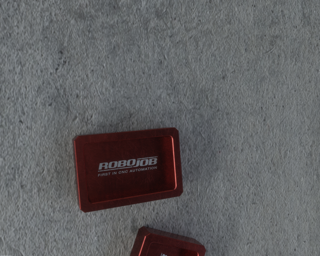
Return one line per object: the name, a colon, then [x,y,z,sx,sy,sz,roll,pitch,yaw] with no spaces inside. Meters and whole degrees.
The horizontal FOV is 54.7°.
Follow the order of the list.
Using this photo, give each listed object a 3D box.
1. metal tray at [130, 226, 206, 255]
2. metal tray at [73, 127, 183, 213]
metal tray: [-0.002,0.205,0.405,0.091,0.030,0.129,21,83,-19]
metal tray: [-0.039,0.049,0.391,0.131,0.030,0.089,-5,92,-20]
